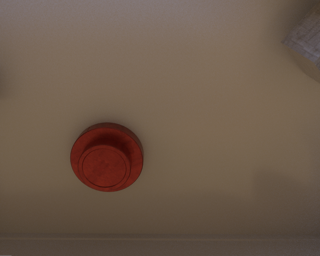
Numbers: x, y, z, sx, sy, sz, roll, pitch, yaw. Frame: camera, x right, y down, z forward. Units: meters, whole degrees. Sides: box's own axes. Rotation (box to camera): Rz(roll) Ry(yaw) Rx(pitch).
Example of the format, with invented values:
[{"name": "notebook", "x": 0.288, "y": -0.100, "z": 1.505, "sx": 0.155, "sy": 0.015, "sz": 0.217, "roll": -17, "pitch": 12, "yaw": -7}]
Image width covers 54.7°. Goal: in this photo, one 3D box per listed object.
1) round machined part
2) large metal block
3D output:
[{"name": "round machined part", "x": -0.072, "y": 0.045, "z": 0.418, "sx": 0.099, "sy": 0.042, "sz": 0.097, "roll": 0, "pitch": 110, "yaw": -1}, {"name": "large metal block", "x": 0.198, "y": -0.097, "z": 0.347, "sx": 0.080, "sy": 0.050, "sz": 0.080, "roll": 27, "pitch": 111, "yaw": -42}]
